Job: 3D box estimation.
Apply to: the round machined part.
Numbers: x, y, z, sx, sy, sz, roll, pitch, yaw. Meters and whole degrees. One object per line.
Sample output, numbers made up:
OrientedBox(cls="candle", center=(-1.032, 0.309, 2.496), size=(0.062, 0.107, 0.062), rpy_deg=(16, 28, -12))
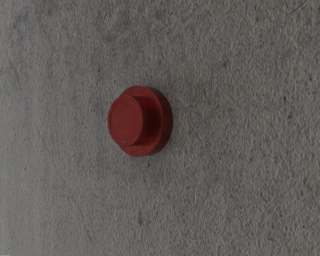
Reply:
OrientedBox(cls="round machined part", center=(-0.034, -0.010, 0.423), size=(0.098, 0.042, 0.097), rpy_deg=(0, 90, 40))
